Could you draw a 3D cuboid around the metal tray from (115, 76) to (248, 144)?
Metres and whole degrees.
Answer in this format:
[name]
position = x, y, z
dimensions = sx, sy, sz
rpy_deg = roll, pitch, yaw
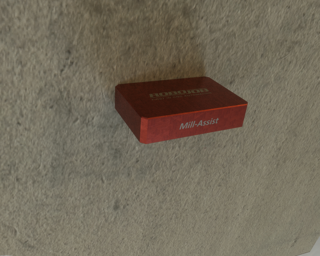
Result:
[metal tray]
position = 0.023, -0.026, 0.362
dimensions = 0.131, 0.090, 0.030
rpy_deg = -9, 123, -24
